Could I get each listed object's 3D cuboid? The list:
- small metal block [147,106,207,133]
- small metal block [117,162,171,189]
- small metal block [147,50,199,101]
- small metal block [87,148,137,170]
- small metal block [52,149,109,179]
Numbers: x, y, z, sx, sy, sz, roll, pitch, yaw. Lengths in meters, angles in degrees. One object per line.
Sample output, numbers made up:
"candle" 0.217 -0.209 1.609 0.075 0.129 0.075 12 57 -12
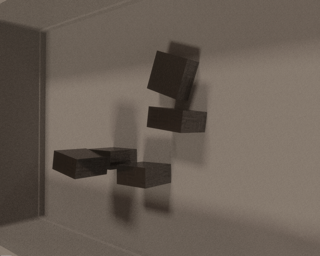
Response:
"small metal block" 0.021 -0.010 0.372 0.050 0.050 0.025 10 97 39
"small metal block" -0.021 0.060 0.406 0.050 0.050 0.025 0 90 39
"small metal block" 0.016 -0.066 0.392 0.050 0.025 0.050 26 106 36
"small metal block" -0.069 0.043 0.445 0.050 0.050 0.025 1 91 39
"small metal block" -0.105 0.046 0.409 0.050 0.050 0.025 13 98 39
